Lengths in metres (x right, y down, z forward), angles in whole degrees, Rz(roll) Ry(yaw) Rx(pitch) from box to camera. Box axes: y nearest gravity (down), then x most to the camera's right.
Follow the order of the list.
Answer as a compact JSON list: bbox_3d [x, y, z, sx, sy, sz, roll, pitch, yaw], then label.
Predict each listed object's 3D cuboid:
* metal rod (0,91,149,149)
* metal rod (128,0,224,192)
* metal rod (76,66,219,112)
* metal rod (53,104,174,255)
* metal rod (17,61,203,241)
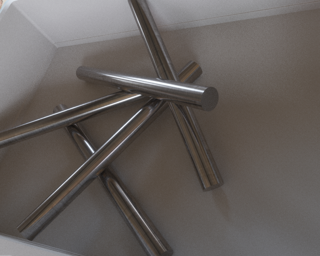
[{"bbox_3d":[-0.153,-0.010,0.455,0.301,0.025,0.025,-18,54,3],"label":"metal rod"},{"bbox_3d":[0.011,-0.064,0.398,0.025,0.025,0.299,-26,65,12],"label":"metal rod"},{"bbox_3d":[-0.042,-0.062,0.422,0.300,0.025,0.025,20,72,49],"label":"metal rod"},{"bbox_3d":[-0.080,0.053,0.414,0.025,0.025,0.300,-44,51,-2],"label":"metal rod"},{"bbox_3d":[-0.053,0.019,0.396,0.301,0.025,0.025,-45,51,-14],"label":"metal rod"}]
